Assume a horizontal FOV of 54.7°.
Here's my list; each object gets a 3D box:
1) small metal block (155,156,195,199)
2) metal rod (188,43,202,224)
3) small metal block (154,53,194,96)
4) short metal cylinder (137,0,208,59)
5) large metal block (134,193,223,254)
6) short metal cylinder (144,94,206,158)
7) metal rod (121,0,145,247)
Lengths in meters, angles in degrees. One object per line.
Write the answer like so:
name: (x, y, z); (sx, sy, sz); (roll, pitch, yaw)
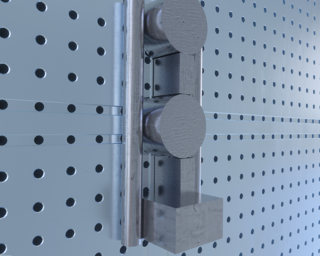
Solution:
small metal block: (0.019, 0.063, 0.407); (0.025, 0.050, 0.050); (0, 90, -40)
metal rod: (0.048, -0.008, 0.448); (0.025, 0.025, 0.298); (1, 89, -40)
small metal block: (0.018, -0.067, 0.406); (0.025, 0.050, 0.050); (1, 90, -40)
short metal cylinder: (0.016, -0.132, 0.405); (0.081, 0.050, 0.080); (0, 90, -40)
large metal block: (0.022, 0.112, 0.392); (0.081, 0.080, 0.050); (1, 90, -40)
short metal cylinder: (0.014, -0.002, 0.404); (0.081, 0.050, 0.080); (0, 90, -40)
metal rod: (-0.033, -0.009, 0.380); (0.025, 0.025, 0.298); (1, 89, -40)
